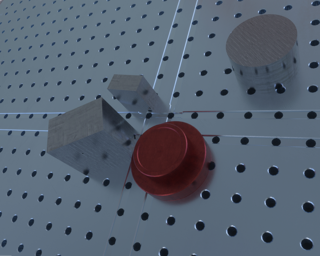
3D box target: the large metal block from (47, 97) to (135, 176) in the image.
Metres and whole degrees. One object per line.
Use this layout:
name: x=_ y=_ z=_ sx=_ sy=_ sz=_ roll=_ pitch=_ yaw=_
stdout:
large metal block: x=-0.088 y=0.014 z=0.408 sx=0.080 sy=0.080 sz=0.050 roll=-21 pitch=54 yaw=15

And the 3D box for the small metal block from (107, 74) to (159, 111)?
small metal block: x=-0.038 y=-0.051 z=0.442 sx=0.050 sy=0.050 sz=0.025 roll=8 pitch=66 yaw=31

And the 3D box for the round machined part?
round machined part: x=0.007 y=0.034 z=0.372 sx=0.098 sy=0.042 sz=0.098 roll=-13 pitch=56 yaw=20

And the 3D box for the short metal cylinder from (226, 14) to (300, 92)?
short metal cylinder: x=0.127 y=-0.092 z=0.381 sx=0.080 sy=0.050 sz=0.080 roll=-13 pitch=56 yaw=20
